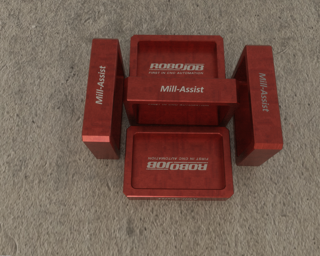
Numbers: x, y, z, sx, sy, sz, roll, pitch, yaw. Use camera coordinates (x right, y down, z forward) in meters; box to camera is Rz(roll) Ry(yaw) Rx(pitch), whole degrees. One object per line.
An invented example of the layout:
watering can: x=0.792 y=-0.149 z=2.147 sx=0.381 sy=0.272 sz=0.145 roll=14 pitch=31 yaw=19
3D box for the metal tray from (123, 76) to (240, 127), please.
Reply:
metal tray: x=0.025 y=-0.029 z=0.387 sx=0.131 sy=0.090 sz=0.030 roll=1 pitch=72 yaw=0

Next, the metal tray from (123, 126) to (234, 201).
metal tray: x=0.022 y=0.044 z=0.392 sx=0.131 sy=0.030 sz=0.090 roll=1 pitch=69 yaw=0

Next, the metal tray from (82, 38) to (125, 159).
metal tray: x=-0.066 y=-0.033 z=0.387 sx=0.030 sy=0.090 sz=0.130 roll=1 pitch=71 yaw=0

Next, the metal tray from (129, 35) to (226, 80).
metal tray: x=0.024 y=-0.085 z=0.438 sx=0.131 sy=0.030 sz=0.090 roll=0 pitch=73 yaw=0

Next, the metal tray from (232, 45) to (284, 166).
metal tray: x=0.115 y=-0.025 z=0.384 sx=0.030 sy=0.090 sz=0.130 roll=1 pitch=70 yaw=1
